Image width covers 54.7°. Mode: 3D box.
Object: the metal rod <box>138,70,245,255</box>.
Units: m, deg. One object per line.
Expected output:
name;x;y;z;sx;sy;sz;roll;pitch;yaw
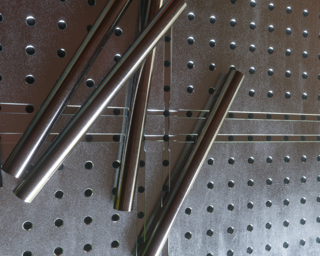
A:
metal rod;0.045;0.052;0.430;0.025;0.025;0.299;31;80;-18

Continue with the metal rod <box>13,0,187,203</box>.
metal rod;-0.067;-0.040;0.371;0.025;0.025;0.300;39;84;-16

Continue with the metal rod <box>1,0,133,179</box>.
metal rod;-0.097;-0.078;0.377;0.025;0.025;0.299;32;79;-18

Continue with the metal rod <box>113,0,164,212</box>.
metal rod;-0.026;-0.044;0.403;0.025;0.025;0.298;9;87;-20

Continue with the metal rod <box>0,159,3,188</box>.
metal rod;-0.202;-0.082;0.337;0.025;0.025;0.298;-6;92;-20
